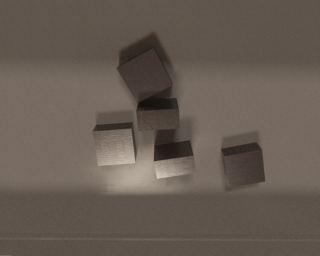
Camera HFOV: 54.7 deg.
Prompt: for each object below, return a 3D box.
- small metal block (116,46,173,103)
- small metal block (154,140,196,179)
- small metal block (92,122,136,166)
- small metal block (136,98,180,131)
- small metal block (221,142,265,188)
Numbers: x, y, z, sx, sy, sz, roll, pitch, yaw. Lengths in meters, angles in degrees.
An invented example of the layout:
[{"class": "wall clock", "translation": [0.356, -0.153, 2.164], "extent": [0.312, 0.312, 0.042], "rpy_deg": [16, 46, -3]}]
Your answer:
[{"class": "small metal block", "translation": [-0.018, -0.067, 0.387], "extent": [0.050, 0.025, 0.050], "rpy_deg": [-27, 108, 9]}, {"class": "small metal block", "translation": [0.019, 0.041, 0.413], "extent": [0.050, 0.050, 0.025], "rpy_deg": [-8, 110, 3]}, {"class": "small metal block", "translation": [-0.060, 0.021, 0.418], "extent": [0.050, 0.025, 0.050], "rpy_deg": [-4, 110, 1]}, {"class": "small metal block", "translation": [-0.002, -0.018, 0.391], "extent": [0.050, 0.050, 0.025], "rpy_deg": [-3, 110, 1]}, {"class": "small metal block", "translation": [0.116, 0.052, 0.432], "extent": [0.050, 0.025, 0.050], "rpy_deg": [-11, 110, 3]}]
